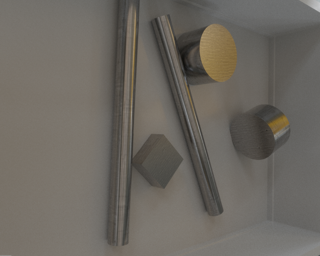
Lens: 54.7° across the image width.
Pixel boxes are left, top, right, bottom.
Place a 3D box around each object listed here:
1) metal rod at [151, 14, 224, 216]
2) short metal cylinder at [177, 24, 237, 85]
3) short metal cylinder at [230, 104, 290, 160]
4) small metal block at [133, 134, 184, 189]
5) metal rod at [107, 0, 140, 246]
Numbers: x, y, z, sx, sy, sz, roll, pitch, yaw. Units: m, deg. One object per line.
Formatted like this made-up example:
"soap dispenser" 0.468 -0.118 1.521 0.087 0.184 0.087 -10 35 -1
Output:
"metal rod" 0.044 -0.008 0.445 0.025 0.025 0.298 -28 108 -37
"short metal cylinder" 0.066 -0.104 0.448 0.081 0.050 0.079 0 90 -40
"short metal cylinder" 0.165 0.006 0.512 0.050 0.080 0.080 -26 107 -37
"small metal block" -0.003 0.043 0.406 0.050 0.025 0.050 52 60 -28
"metal rod" -0.043 -0.013 0.371 0.025 0.025 0.298 4 87 -40
